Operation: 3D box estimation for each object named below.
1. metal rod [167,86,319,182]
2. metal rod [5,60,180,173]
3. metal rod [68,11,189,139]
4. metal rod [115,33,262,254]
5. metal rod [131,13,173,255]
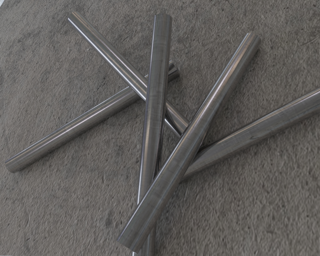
[{"bbox_3d":[0.138,-0.012,0.339,0.300,0.025,0.025,-28,52,10],"label":"metal rod"},{"bbox_3d":[-0.106,-0.013,0.468,0.300,0.025,0.025,-30,52,9],"label":"metal rod"},{"bbox_3d":[-0.049,-0.082,0.441,0.025,0.025,0.300,-42,63,-1],"label":"metal rod"},{"bbox_3d":[0.045,-0.001,0.354,0.025,0.025,0.300,17,62,35],"label":"metal rod"},{"bbox_3d":[-0.007,-0.001,0.369,0.025,0.025,0.299,-4,72,26],"label":"metal rod"}]
